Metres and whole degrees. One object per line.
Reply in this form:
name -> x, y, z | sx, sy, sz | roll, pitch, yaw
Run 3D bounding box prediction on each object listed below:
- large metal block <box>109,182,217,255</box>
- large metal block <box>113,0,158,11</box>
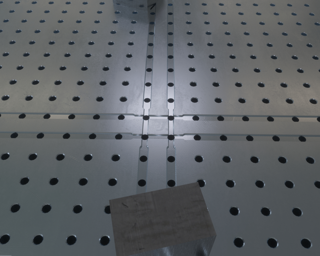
large metal block -> 0.001, 0.099, 0.289 | 0.081, 0.080, 0.050 | -10, 51, -8
large metal block -> -0.044, -0.290, 0.635 | 0.080, 0.050, 0.080 | 20, 53, 16
